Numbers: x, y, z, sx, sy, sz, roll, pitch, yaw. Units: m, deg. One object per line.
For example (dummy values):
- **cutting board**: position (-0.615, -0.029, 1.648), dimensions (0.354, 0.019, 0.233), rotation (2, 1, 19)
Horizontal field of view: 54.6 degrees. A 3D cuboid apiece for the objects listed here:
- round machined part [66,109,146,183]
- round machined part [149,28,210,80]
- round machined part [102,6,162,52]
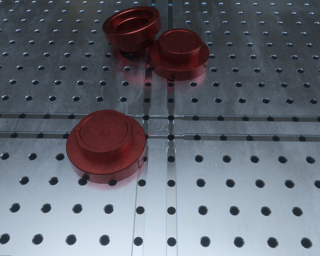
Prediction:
- **round machined part**: position (-0.067, 0.015, 0.384), dimensions (0.099, 0.042, 0.098), rotation (0, 50, 0)
- **round machined part**: position (0.032, -0.125, 0.502), dimensions (0.099, 0.042, 0.098), rotation (0, 50, 0)
- **round machined part**: position (-0.044, -0.164, 0.525), dimensions (0.098, 0.042, 0.098), rotation (-9, 43, 8)
